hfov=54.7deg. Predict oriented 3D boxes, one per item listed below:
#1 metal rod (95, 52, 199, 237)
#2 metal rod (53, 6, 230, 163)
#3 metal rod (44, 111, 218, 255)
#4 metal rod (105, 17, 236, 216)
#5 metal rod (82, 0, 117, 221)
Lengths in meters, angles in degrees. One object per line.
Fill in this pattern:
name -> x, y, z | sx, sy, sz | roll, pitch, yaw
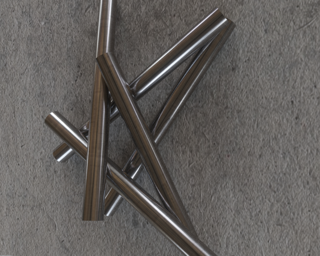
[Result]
metal rod -> -0.006, 0.047, 0.386 | 0.025, 0.025, 0.299 | -24, 92, 18
metal rod -> -0.038, -0.044, 0.408 | 0.299, 0.025, 0.025 | -38, 78, 21
metal rod -> -0.039, 0.076, 0.385 | 0.300, 0.025, 0.025 | 39, 102, 18
metal rod -> 0.003, -0.008, 0.407 | 0.025, 0.025, 0.299 | 36, 101, 16
metal rod -> -0.075, -0.038, 0.396 | 0.025, 0.025, 0.299 | -5, 74, 20
